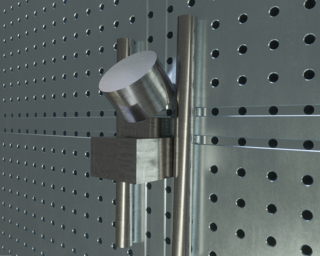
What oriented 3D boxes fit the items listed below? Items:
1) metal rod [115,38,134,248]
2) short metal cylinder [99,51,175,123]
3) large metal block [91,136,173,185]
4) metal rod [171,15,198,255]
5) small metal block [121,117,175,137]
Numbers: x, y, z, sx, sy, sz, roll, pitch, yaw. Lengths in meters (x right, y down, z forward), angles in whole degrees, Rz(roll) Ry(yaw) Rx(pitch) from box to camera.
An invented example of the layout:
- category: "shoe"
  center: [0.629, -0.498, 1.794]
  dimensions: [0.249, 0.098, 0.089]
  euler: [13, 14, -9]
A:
- category: "metal rod"
  center: [-0.051, 0.021, 0.452]
  dimensions: [0.025, 0.025, 0.298]
  euler: [1, 91, 40]
- category: "short metal cylinder"
  center: [-0.028, -0.052, 0.388]
  dimensions: [0.080, 0.050, 0.080]
  euler: [-21, 36, 16]
- category: "large metal block"
  center: [-0.031, 0.036, 0.396]
  dimensions: [0.080, 0.081, 0.050]
  euler: [1, 91, 40]
- category: "metal rod"
  center: [0.030, 0.013, 0.384]
  dimensions: [0.025, 0.025, 0.298]
  euler: [2, 92, 40]
- category: "small metal block"
  center: [-0.016, -0.001, 0.406]
  dimensions: [0.050, 0.050, 0.025]
  euler: [2, 92, 39]
